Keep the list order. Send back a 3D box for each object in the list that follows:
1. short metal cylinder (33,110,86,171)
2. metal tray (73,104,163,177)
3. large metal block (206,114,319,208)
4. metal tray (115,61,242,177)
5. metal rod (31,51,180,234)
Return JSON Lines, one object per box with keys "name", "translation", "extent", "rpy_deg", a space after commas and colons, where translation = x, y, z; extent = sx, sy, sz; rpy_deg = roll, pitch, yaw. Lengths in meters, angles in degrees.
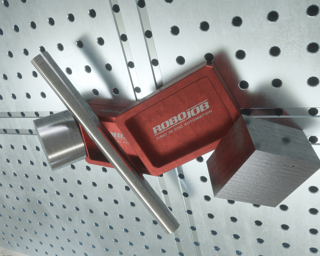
{"name": "short metal cylinder", "translation": [-0.149, 0.018, 0.462], "extent": [0.080, 0.050, 0.079], "rpy_deg": [47, 149, 41]}
{"name": "metal tray", "translation": [-0.056, 0.016, 0.447], "extent": [0.130, 0.030, 0.089], "rpy_deg": [7, 122, 24]}
{"name": "large metal block", "translation": [0.109, 0.039, 0.339], "extent": [0.081, 0.050, 0.079], "rpy_deg": [13, 131, -18]}
{"name": "metal tray", "translation": [0.025, -0.008, 0.366], "extent": [0.130, 0.030, 0.090], "rpy_deg": [-28, 104, 20]}
{"name": "metal rod", "translation": [-0.068, 0.027, 0.425], "extent": [0.025, 0.025, 0.299], "rpy_deg": [-28, 103, 37]}
